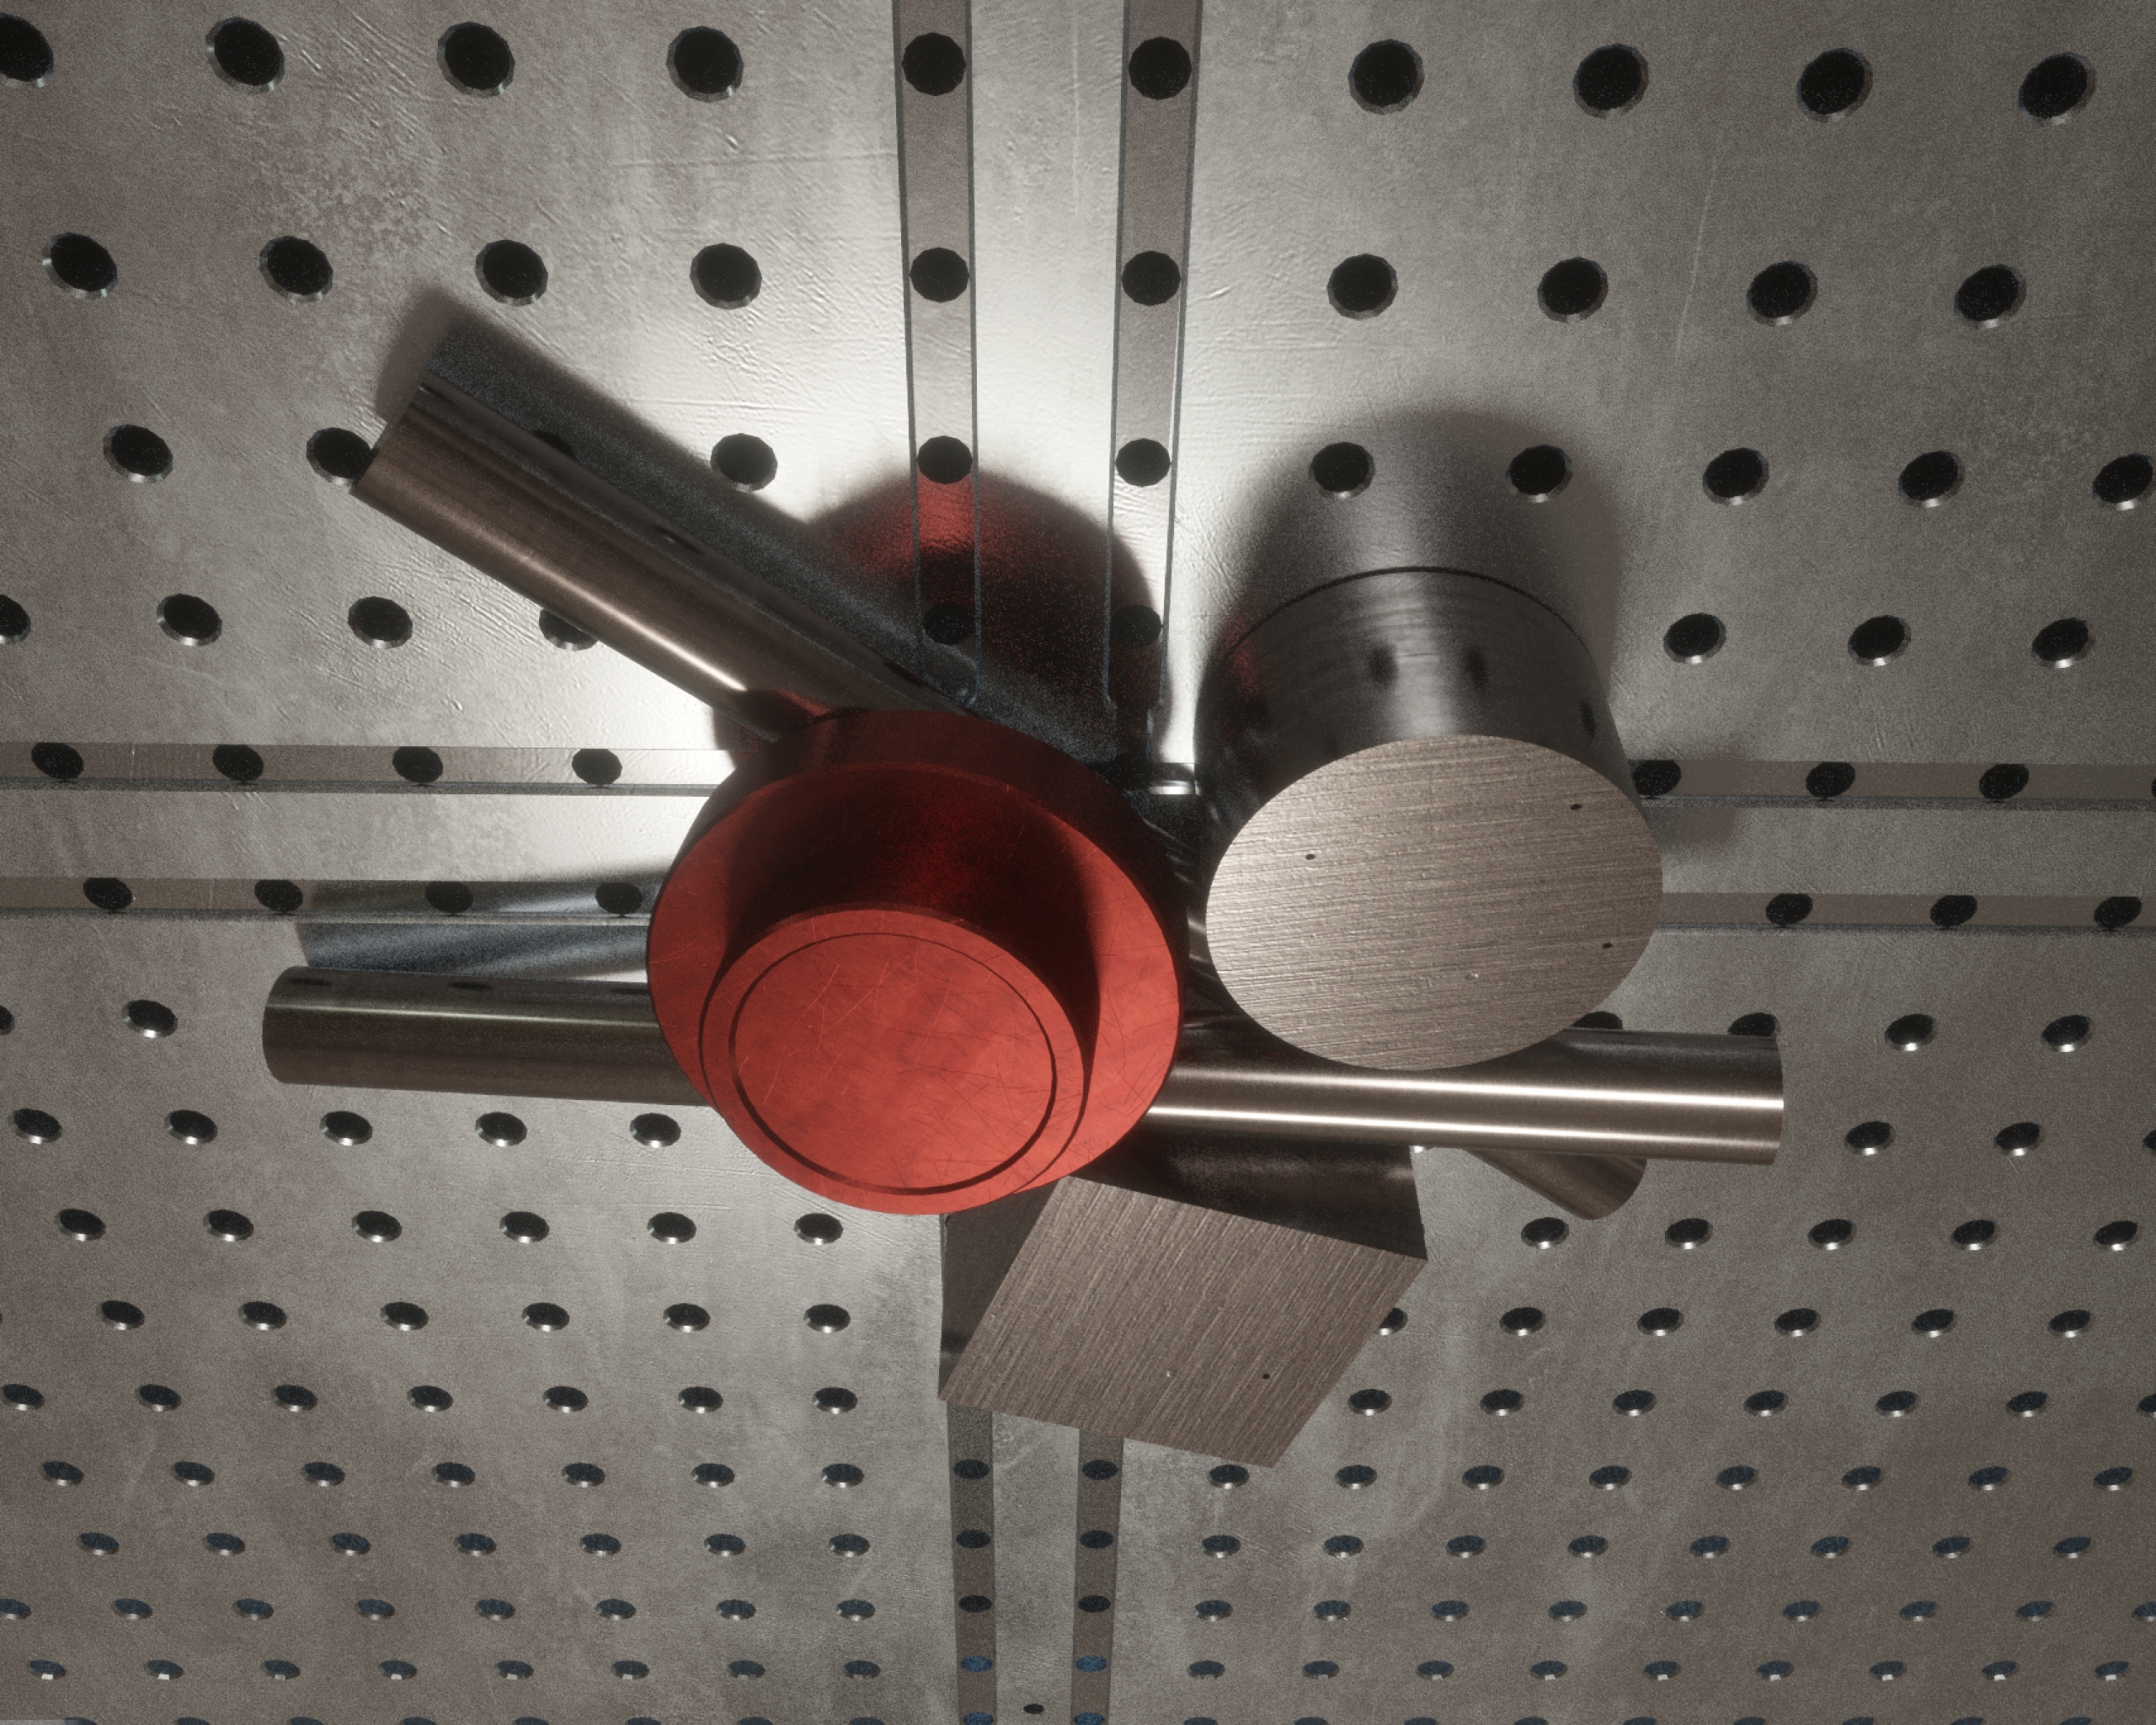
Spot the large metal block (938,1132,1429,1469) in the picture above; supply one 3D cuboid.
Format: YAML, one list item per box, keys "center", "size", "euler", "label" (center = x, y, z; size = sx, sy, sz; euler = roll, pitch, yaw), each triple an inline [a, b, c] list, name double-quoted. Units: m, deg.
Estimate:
- center: [0.021, 0.084, 0.465]
  size: [0.081, 0.050, 0.079]
  euler: [16, 128, -13]
  label: "large metal block"

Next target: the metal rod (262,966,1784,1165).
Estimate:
- center: [-0.016, 0.040, 0.421]
  size: [0.302, 0.025, 0.025]
  euler: [2, 131, 7]
  label: "metal rod"

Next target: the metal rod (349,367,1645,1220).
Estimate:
- center: [0.002, -0.001, 0.411]
  size: [0.301, 0.025, 0.025]
  euler: [31, 123, -24]
  label: "metal rod"

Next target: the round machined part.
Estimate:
- center: [-0.030, 0.025, 0.377]
  size: [0.099, 0.042, 0.097]
  euler: [3, 122, 4]
  label: "round machined part"

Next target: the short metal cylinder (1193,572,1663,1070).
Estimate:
- center: [0.063, -0.007, 0.389]
  size: [0.081, 0.050, 0.079]
  euler: [0, 130, 0]
  label: "short metal cylinder"
